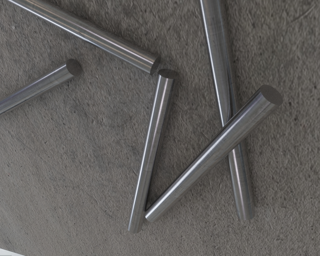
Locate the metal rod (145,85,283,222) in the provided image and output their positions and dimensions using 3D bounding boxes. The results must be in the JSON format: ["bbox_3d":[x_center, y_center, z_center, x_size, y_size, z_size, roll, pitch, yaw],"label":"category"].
[{"bbox_3d":[0.045,0.055,0.393,0.025,0.025,0.298,37,136,3],"label":"metal rod"}]

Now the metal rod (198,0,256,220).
[{"bbox_3d":[0.080,-0.016,0.354,0.025,0.025,0.298,-1,118,29],"label":"metal rod"}]

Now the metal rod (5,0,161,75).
[{"bbox_3d":[-0.135,-0.144,0.389,0.301,0.025,0.025,29,128,10],"label":"metal rod"}]

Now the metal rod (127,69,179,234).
[{"bbox_3d":[-0.017,0.054,0.449,0.025,0.025,0.298,23,127,14],"label":"metal rod"}]

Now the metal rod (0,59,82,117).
[{"bbox_3d":[-0.234,-0.046,0.502,0.300,0.025,0.025,-17,110,34],"label":"metal rod"}]
